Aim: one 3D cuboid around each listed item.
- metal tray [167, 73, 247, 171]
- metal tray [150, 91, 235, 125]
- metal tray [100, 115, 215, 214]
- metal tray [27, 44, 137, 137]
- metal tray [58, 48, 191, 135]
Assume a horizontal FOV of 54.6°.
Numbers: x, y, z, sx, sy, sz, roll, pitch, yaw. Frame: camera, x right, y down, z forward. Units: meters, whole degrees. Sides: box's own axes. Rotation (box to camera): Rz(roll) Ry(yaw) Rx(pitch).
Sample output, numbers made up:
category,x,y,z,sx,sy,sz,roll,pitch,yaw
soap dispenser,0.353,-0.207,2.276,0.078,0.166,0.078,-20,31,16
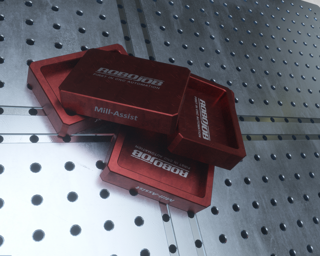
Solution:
category,x,y,z,sx,sy,sz,roll,pitch,yaw
metal tray,0.056,-0.015,0.403,0.091,0.030,0.130,18,43,-17
metal tray,0.046,-0.031,0.447,0.131,0.030,0.090,17,55,-17
metal tray,0.003,0.040,0.381,0.131,0.030,0.090,24,53,-14
metal tray,-0.084,-0.053,0.391,0.131,0.030,0.090,-25,75,-36
metal tray,-0.037,-0.046,0.361,0.131,0.030,0.090,13,45,6
